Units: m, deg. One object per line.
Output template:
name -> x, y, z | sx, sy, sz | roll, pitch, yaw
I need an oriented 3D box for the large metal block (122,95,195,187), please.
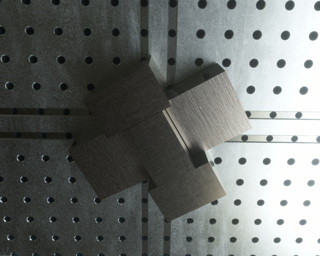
large metal block -> 0.000, 0.012, 0.388 | 0.050, 0.080, 0.080 | -27, 108, 10

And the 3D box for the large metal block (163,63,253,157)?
large metal block -> 0.057, -0.023, 0.391 | 0.080, 0.050, 0.080 | -27, 110, 9

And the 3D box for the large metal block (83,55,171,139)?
large metal block -> -0.035, -0.040, 0.368 | 0.080, 0.080, 0.050 | -27, 108, 9

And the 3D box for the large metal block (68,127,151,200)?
large metal block -> -0.060, 0.037, 0.414 | 0.080, 0.050, 0.080 | -25, 108, 9

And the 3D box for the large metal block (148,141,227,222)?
large metal block -> 0.033, 0.065, 0.408 | 0.080, 0.080, 0.050 | -27, 108, 9
